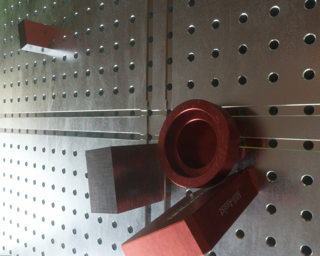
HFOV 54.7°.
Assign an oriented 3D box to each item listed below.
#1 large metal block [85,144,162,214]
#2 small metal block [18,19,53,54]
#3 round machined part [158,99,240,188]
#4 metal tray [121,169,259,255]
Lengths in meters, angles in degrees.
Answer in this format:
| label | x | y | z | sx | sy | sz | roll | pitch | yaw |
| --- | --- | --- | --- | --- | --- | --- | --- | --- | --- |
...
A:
| label | x | y | z | sx | sy | sz | roll | pitch | yaw |
| --- | --- | --- | --- | --- | --- | --- | --- | --- | --- |
| large metal block | -0.047 | 0.065 | 0.413 | 0.050 | 0.081 | 0.080 | -11 | 83 | 39 |
| small metal block | -0.238 | -0.173 | 0.590 | 0.025 | 0.050 | 0.050 | -18 | 79 | 39 |
| round machined part | 0.047 | 0.019 | 0.352 | 0.098 | 0.042 | 0.098 | -11 | 74 | 42 |
| metal tray | 0.035 | 0.089 | 0.310 | 0.090 | 0.131 | 0.030 | -35 | 81 | 35 |
